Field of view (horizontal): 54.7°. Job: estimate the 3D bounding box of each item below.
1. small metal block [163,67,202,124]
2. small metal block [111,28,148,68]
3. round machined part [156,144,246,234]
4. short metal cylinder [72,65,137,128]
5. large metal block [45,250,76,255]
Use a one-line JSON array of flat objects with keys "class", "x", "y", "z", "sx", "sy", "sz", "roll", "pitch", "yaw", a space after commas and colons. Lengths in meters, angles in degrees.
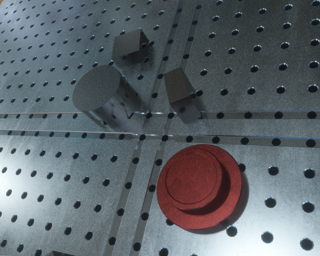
[{"class": "small metal block", "x": 0.029, "y": -0.042, "z": 0.401, "sx": 0.025, "sy": 0.050, "sz": 0.050, "roll": -21, "pitch": 54, "yaw": 15}, {"class": "small metal block", "x": -0.050, "y": -0.132, "z": 0.513, "sx": 0.050, "sy": 0.025, "sz": 0.050, "roll": -12, "pitch": 57, "yaw": 21}, {"class": "round machined part", "x": 0.040, "y": 0.061, "z": 0.338, "sx": 0.098, "sy": 0.042, "sz": 0.098, "roll": -13, "pitch": 56, "yaw": 20}, {"class": "short metal cylinder", "x": -0.082, "y": -0.047, "z": 0.462, "sx": 0.080, "sy": 0.050, "sz": 0.080, "roll": -13, "pitch": 56, "yaw": 20}, {"class": "large metal block", "x": -0.124, "y": 0.195, "z": 0.336, "sx": 0.080, "sy": 0.050, "sz": 0.080, "roll": -34, "pitch": 52, "yaw": 5}]
